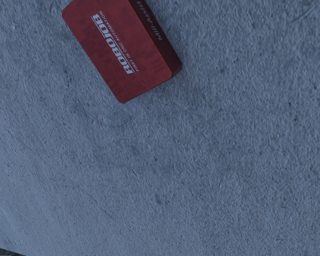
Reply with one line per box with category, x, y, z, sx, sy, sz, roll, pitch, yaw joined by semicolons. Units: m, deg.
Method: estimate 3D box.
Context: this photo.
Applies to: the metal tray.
metal tray;-0.045;-0.103;0.364;0.090;0.030;0.130;-23;106;36
